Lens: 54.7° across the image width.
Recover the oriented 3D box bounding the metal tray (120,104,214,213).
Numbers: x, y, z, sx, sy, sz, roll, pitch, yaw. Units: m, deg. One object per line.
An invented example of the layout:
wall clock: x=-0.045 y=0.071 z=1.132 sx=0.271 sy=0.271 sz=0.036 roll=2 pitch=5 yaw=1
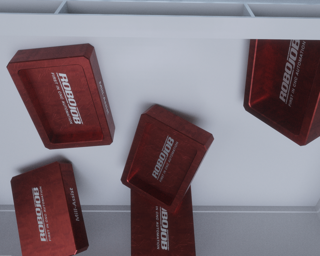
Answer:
metal tray: x=0.005 y=0.044 z=0.413 sx=0.090 sy=0.030 sz=0.129 roll=29 pitch=126 yaw=12

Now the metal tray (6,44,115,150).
metal tray: x=-0.112 y=-0.032 z=0.376 sx=0.091 sy=0.030 sz=0.129 roll=-5 pitch=130 yaw=4

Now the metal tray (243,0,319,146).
metal tray: x=0.133 y=-0.056 z=0.318 sx=0.030 sy=0.090 sz=0.129 roll=-26 pitch=134 yaw=-21

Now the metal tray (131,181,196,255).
metal tray: x=0.004 y=0.139 z=0.460 sx=0.091 sy=0.130 sz=0.030 roll=-3 pitch=160 yaw=2

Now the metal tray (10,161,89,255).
metal tray: x=-0.162 y=0.122 z=0.449 sx=0.090 sy=0.129 sz=0.030 roll=-20 pitch=166 yaw=16
